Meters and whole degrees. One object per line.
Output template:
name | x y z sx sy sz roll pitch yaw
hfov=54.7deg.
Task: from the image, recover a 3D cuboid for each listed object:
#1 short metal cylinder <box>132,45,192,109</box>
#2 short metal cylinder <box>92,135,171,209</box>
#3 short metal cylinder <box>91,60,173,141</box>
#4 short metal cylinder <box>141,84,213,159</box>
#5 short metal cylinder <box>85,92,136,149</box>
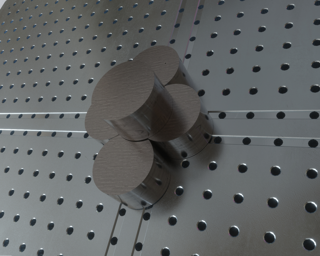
short metal cylinder | -0.002 -0.068 0.434 0.080 0.050 0.080 -12 57 20
short metal cylinder | -0.034 0.052 0.377 0.080 0.050 0.080 -13 54 20
short metal cylinder | -0.032 -0.032 0.363 0.080 0.050 0.080 -13 56 21
short metal cylinder | 0.020 -0.008 0.386 0.080 0.050 0.080 -13 56 21
short metal cylinder | -0.055 -0.008 0.426 0.080 0.050 0.080 -13 56 21
